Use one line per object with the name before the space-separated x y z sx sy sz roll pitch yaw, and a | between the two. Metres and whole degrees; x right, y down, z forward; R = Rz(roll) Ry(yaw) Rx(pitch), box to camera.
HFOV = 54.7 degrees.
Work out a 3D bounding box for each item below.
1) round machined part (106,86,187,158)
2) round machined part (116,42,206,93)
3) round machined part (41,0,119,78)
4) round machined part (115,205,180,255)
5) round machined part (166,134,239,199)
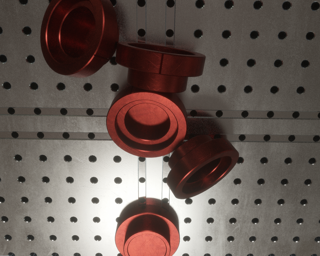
round machined part | -0.015 -0.013 0.391 0.099 0.042 0.097 2 125 3
round machined part | -0.001 -0.068 0.349 0.099 0.098 0.042 8 109 -3
round machined part | -0.085 -0.105 0.348 0.098 0.042 0.097 -1 88 32
round machined part | -0.019 0.169 0.467 0.099 0.042 0.097 0 110 -1
round machined part | 0.050 0.046 0.404 0.099 0.042 0.097 -25 148 -17
